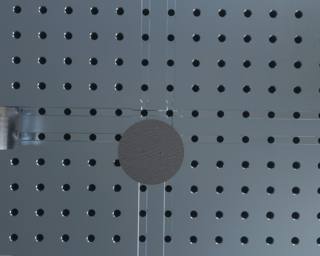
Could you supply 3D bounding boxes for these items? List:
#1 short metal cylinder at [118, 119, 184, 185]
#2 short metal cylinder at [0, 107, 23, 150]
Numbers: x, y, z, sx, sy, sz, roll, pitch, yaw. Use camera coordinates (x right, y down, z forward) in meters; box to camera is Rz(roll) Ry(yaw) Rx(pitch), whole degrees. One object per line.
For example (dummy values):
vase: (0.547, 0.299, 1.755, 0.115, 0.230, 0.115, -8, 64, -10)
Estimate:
short metal cylinder: (-0.011, 0.029, 0.401, 0.081, 0.050, 0.079, 0, 90, 0)
short metal cylinder: (-0.214, -0.002, 0.384, 0.081, 0.080, 0.050, 3, 90, 0)
